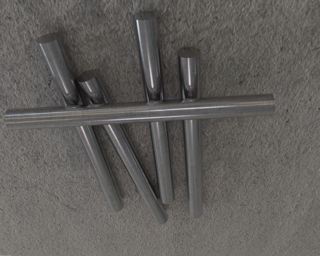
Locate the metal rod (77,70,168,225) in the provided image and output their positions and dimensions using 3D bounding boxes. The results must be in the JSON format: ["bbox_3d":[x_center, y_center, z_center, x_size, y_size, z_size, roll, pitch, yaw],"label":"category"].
[{"bbox_3d":[-0.041,0.049,0.448,0.025,0.025,0.299,-13,129,11],"label":"metal rod"}]

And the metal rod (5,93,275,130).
[{"bbox_3d":[-0.024,-0.018,0.356,0.302,0.025,0.025,-3,130,2],"label":"metal rod"}]

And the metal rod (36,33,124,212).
[{"bbox_3d":[-0.095,0.018,0.421,0.025,0.025,0.298,-7,130,5],"label":"metal rod"}]

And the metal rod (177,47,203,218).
[{"bbox_3d":[0.046,0.031,0.433,0.025,0.025,0.298,-4,130,4],"label":"metal rod"}]

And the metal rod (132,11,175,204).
[{"bbox_3d":[-0.002,0.000,0.407,0.025,0.025,0.298,-4,130,3],"label":"metal rod"}]
